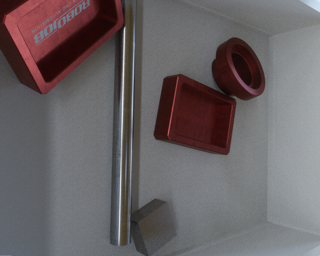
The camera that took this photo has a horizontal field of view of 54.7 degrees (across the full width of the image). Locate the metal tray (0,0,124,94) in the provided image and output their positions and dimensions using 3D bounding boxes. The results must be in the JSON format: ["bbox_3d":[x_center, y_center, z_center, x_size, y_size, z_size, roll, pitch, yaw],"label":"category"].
[{"bbox_3d":[-0.091,-0.106,0.296,0.130,0.030,0.090,-52,158,-27],"label":"metal tray"}]

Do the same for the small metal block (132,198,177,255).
[{"bbox_3d":[-0.010,0.128,0.400,0.050,0.025,0.050,-26,106,-37],"label":"small metal block"}]

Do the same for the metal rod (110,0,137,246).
[{"bbox_3d":[-0.043,-0.013,0.371,0.025,0.025,0.298,2,89,-40],"label":"metal rod"}]

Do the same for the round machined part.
[{"bbox_3d":[0.119,-0.088,0.486,0.099,0.042,0.098,19,60,-37],"label":"round machined part"}]

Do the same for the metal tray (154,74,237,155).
[{"bbox_3d":[0.056,-0.015,0.452,0.131,0.030,0.090,16,80,-39],"label":"metal tray"}]
